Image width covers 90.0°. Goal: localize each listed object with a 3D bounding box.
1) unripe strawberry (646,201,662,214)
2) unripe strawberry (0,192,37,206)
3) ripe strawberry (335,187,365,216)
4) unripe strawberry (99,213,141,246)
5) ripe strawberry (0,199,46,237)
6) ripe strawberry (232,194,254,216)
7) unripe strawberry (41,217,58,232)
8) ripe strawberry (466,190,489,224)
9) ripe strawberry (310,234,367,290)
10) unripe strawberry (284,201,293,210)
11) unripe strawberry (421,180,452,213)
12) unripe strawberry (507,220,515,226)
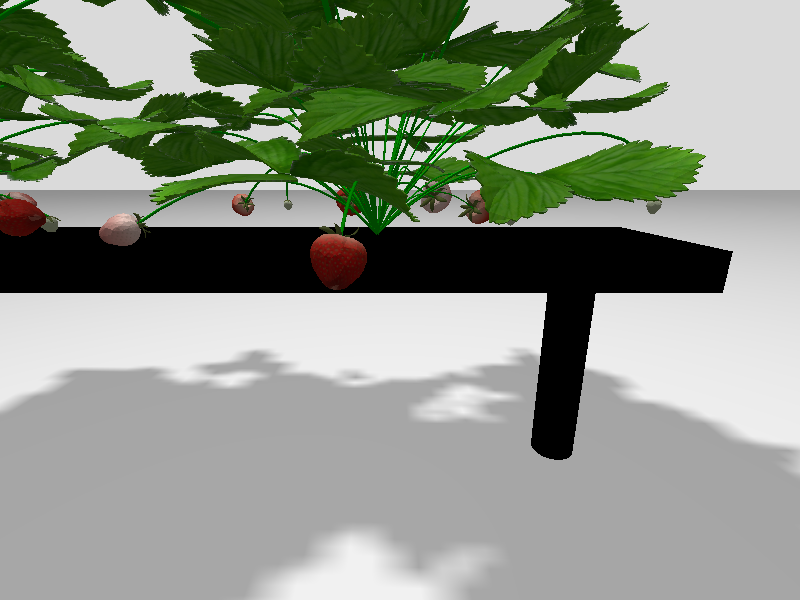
[{"bbox_3d":[0.215,-0.079,0.340,0.011,0.011,0.011,0,17,0],"label":"unripe strawberry"},{"bbox_3d":[-0.481,-0.122,0.507,0.034,0.030,0.031,-1,16,-4],"label":"unripe strawberry"},{"bbox_3d":[-0.063,-0.127,0.515,0.041,0.036,0.037,-4,11,-13],"label":"ripe strawberry"},{"bbox_3d":[-0.194,-0.048,0.278,0.025,0.022,0.025,-23,23,-15],"label":"unripe strawberry"},{"bbox_3d":[-0.308,-0.067,0.325,0.031,0.030,0.034,3,17,6],"label":"ripe strawberry"},{"bbox_3d":[-0.209,-0.125,0.529,0.027,0.029,0.029,-16,9,-42],"label":"ripe strawberry"},{"bbox_3d":[-0.313,-0.067,0.357,0.014,0.014,0.013,-9,17,-1],"label":"unripe strawberry"},{"bbox_3d":[0.087,-0.098,0.420,0.033,0.035,0.031,-11,20,-36],"label":"ripe strawberry"},{"bbox_3d":[-0.027,-0.016,0.175,0.025,0.025,0.021,1,-25,2],"label":"ripe strawberry"},{"bbox_3d":[-0.142,-0.120,0.507,0.011,0.011,0.011,-12,20,-34],"label":"unripe strawberry"},{"bbox_3d":[0.051,-0.145,0.556,0.042,0.048,0.046,5,17,17],"label":"unripe strawberry"},{"bbox_3d":[0.114,-0.082,0.412,0.010,0.010,0.011,-8,19,-26],"label":"unripe strawberry"}]
